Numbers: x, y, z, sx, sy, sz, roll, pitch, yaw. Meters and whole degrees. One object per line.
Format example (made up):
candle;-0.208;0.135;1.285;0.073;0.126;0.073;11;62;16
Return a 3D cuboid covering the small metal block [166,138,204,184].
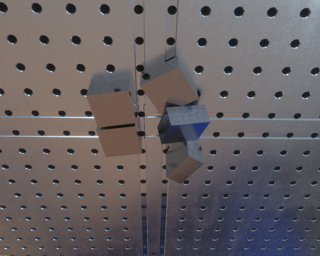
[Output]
small metal block;0.033;0.041;0.431;0.025;0.050;0.050;27;125;-21

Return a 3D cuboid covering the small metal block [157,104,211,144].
small metal block;0.028;-0.004;0.390;0.050;0.025;0.050;-6;153;-17

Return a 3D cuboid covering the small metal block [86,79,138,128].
small metal block;-0.058;-0.030;0.385;0.050;0.025;0.050;-7;130;5

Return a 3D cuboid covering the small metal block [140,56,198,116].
small metal block;0.011;-0.049;0.370;0.050;0.025;0.050;-24;127;18

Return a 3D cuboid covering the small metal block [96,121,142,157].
small metal block;-0.054;0.011;0.421;0.050;0.025;0.050;-6;130;5
